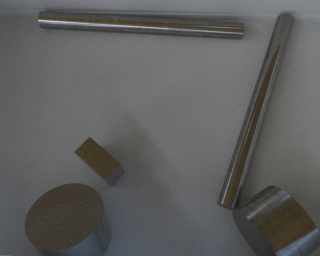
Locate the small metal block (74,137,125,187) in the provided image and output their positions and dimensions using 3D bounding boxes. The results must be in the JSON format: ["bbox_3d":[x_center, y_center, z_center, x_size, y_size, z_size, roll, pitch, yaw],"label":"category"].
[{"bbox_3d":[-0.072,0.043,0.380,0.050,0.050,0.025,39,75,12],"label":"small metal block"}]

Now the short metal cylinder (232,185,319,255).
[{"bbox_3d":[0.126,0.111,0.341,0.050,0.080,0.080,-31,73,-11],"label":"short metal cylinder"}]

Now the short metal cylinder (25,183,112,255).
[{"bbox_3d":[-0.097,0.108,0.338,0.080,0.050,0.080,-3,41,3],"label":"short metal cylinder"}]

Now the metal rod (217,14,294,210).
[{"bbox_3d":[0.136,-0.035,0.423,0.025,0.025,0.300,21,71,7],"label":"metal rod"}]

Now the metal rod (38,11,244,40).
[{"bbox_3d":[-0.028,-0.154,0.465,0.302,0.025,0.025,3,70,1],"label":"metal rod"}]
